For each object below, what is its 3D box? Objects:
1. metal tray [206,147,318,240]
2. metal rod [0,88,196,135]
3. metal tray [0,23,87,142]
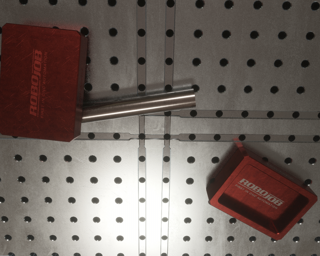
[{"bbox_3d":[0.145,0.097,0.448,0.131,0.030,0.090,30,107,-11],"label":"metal tray"},{"bbox_3d":[-0.105,-0.018,0.405,0.302,0.025,0.025,-8,110,2],"label":"metal rod"},{"bbox_3d":[-0.140,-0.053,0.372,0.091,0.030,0.129,6,98,0],"label":"metal tray"}]
